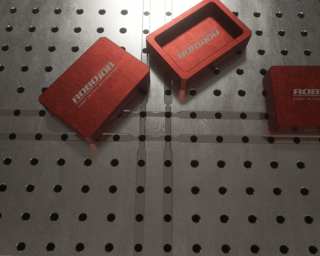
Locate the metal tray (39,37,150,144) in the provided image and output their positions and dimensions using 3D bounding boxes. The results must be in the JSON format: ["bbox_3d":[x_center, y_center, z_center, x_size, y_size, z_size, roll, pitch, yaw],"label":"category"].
[{"bbox_3d":[-0.087,-0.055,0.428,0.090,0.030,0.130,37,74,12],"label":"metal tray"}]

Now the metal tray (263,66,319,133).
[{"bbox_3d":[0.216,-0.040,0.426,0.131,0.030,0.090,0,70,-1],"label":"metal tray"}]

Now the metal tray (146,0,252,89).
[{"bbox_3d":[0.056,-0.128,0.456,0.131,0.030,0.090,-36,74,-13],"label":"metal tray"}]
